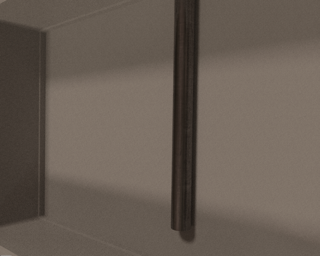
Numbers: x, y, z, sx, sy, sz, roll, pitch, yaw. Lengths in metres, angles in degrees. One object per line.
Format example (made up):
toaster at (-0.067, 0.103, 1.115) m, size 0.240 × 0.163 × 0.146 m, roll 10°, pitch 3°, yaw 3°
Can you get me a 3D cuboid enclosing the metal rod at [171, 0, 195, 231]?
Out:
metal rod at (0.028, -0.026, 0.381) m, size 0.025 × 0.025 × 0.298 m, roll 2°, pitch 91°, yaw 39°
